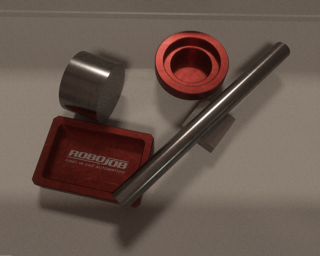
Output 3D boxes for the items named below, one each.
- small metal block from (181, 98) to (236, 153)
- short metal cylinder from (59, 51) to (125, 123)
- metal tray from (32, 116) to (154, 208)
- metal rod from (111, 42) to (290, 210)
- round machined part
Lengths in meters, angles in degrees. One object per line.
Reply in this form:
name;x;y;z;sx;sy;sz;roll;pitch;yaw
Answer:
small metal block;0.063;-0.003;0.412;0.050;0.025;0.050;36;74;12
short metal cylinder;-0.085;-0.052;0.399;0.050;0.080;0.080;21;71;7
metal tray;-0.080;0.042;0.390;0.131;0.030;0.090;11;70;3
metal rod;0.062;-0.013;0.387;0.301;0.025;0.025;-42;76;-17
round machined part;0.042;-0.082;0.431;0.099;0.042;0.098;0;70;-1
